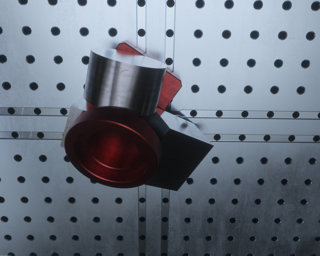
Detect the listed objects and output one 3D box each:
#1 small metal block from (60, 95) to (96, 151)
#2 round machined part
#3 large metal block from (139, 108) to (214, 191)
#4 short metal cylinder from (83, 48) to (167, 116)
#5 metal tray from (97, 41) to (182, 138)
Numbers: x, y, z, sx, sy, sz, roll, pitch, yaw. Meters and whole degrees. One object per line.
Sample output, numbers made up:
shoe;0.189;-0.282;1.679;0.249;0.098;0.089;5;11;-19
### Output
small metal block;-0.092;-0.006;0.363;0.025;0.050;0.050;18;109;-7
round machined part;-0.047;0.017;0.330;0.098;0.042;0.097;7;131;8
large metal block;0.006;0.028;0.391;0.080;0.050;0.080;21;112;-41
short metal cylinder;-0.037;-0.051;0.332;0.081;0.080;0.050;13;110;-5
metal tray;-0.045;-0.033;0.398;0.090;0.030;0.129;33;106;-12
